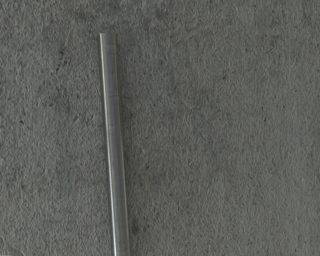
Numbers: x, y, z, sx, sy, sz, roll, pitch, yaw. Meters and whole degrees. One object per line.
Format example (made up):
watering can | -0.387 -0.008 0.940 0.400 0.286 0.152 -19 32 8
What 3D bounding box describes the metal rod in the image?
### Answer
metal rod | -0.056 0.034 0.388 0.025 0.025 0.298 -4 92 -20
